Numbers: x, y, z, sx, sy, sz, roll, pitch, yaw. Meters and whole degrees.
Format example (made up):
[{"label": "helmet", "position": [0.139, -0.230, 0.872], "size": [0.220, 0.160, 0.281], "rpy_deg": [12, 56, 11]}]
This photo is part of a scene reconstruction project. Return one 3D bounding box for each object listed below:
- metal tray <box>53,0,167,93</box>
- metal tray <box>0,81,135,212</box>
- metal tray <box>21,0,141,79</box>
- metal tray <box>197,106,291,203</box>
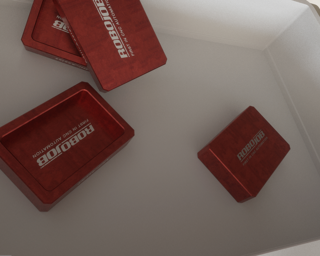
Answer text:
[{"label": "metal tray", "position": [-0.060, -0.119, 0.379], "size": [0.091, 0.030, 0.129], "rpy_deg": [-29, 101, -16]}, {"label": "metal tray", "position": [-0.102, 0.014, 0.338], "size": [0.090, 0.030, 0.131], "rpy_deg": [46, 51, 3]}, {"label": "metal tray", "position": [-0.096, -0.124, 0.398], "size": [0.131, 0.030, 0.090], "rpy_deg": [17, 86, -19]}, {"label": "metal tray", "position": [0.125, 0.033, 0.449], "size": [0.090, 0.030, 0.131], "rpy_deg": [49, 51, 6]}]
